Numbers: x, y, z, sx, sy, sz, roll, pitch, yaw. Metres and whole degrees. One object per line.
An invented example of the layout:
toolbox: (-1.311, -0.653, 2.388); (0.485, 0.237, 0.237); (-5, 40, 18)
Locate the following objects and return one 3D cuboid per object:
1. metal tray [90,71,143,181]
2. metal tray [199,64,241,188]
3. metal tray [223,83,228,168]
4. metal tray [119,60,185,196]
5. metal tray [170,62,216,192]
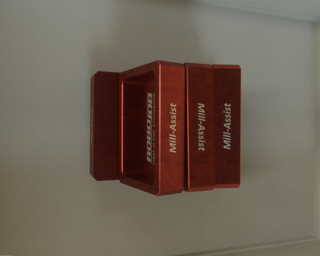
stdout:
metal tray: (-0.040, -0.002, 0.390); (0.091, 0.030, 0.129); (1, 90, -20)
metal tray: (0.065, -0.002, 0.363); (0.030, 0.090, 0.129); (0, 90, -6)
metal tray: (0.045, 0.000, 0.423); (0.091, 0.030, 0.129); (1, 90, -20)
metal tray: (-0.012, 0.000, 0.335); (0.030, 0.090, 0.129); (0, 90, -33)
metal tray: (0.026, 0.000, 0.350); (0.030, 0.090, 0.129); (0, 88, -20)
